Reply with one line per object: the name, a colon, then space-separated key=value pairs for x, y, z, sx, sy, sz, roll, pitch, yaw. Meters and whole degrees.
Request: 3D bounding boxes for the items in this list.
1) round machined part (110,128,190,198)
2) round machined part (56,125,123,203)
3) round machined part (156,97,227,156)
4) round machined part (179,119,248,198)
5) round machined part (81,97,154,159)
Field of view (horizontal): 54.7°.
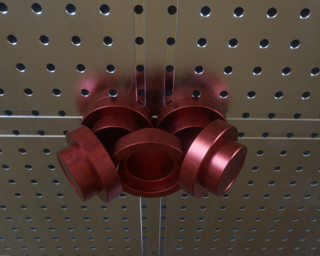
round machined part: x=-0.012 y=0.038 z=0.376 sx=0.099 sy=0.042 sz=0.097 roll=-1 pitch=130 yaw=0
round machined part: x=-0.090 y=0.049 z=0.374 sx=0.042 sy=0.098 sz=0.097 roll=-30 pitch=135 yaw=-25
round machined part: x=0.042 y=0.010 z=0.409 sx=0.099 sy=0.042 sz=0.097 roll=-1 pitch=130 yaw=0
round machined part: x=0.069 y=0.042 z=0.370 sx=0.042 sy=0.099 sz=0.097 roll=29 pitch=138 yaw=29
round machined part: x=-0.056 y=0.010 z=0.408 sx=0.099 sy=0.042 sz=0.097 roll=-1 pitch=130 yaw=0
